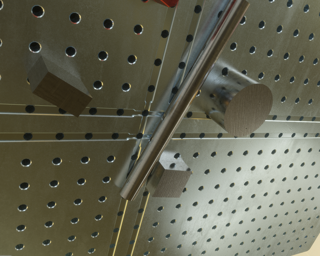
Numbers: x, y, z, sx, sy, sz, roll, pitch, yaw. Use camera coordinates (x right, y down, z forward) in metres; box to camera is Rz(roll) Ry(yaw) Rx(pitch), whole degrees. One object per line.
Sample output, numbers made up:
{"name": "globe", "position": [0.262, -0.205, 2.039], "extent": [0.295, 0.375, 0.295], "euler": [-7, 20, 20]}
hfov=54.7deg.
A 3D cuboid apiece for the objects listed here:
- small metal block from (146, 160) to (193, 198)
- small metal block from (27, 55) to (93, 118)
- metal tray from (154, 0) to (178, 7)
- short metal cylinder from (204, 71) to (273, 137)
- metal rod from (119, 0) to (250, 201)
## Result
{"name": "small metal block", "position": [0.013, 0.077, 0.468], "extent": [0.050, 0.025, 0.050], "euler": [10, 113, -33]}
{"name": "small metal block", "position": [-0.102, -0.042, 0.314], "extent": [0.050, 0.050, 0.025], "euler": [33, 100, -39]}
{"name": "metal tray", "position": [-0.014, -0.188, 0.285], "extent": [0.131, 0.030, 0.090], "euler": [26, 104, -38]}
{"name": "short metal cylinder", "position": [0.109, -0.034, 0.436], "extent": [0.081, 0.050, 0.079], "euler": [-14, 125, -21]}
{"name": "metal rod", "position": [0.025, -0.028, 0.408], "extent": [0.025, 0.025, 0.298], "euler": [19, 108, -36]}
